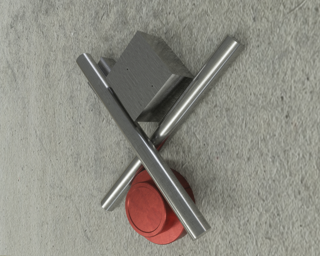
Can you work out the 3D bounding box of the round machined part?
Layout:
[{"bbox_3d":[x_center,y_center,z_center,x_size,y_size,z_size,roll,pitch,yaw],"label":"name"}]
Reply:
[{"bbox_3d":[-0.006,0.101,0.398,0.098,0.042,0.097,0,90,39],"label":"round machined part"}]

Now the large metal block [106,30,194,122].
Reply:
[{"bbox_3d":[-0.014,-0.064,0.401,0.080,0.050,0.080,-49,61,28],"label":"large metal block"}]

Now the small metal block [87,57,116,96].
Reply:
[{"bbox_3d":[-0.078,-0.071,0.470,0.050,0.025,0.050,50,119,28],"label":"small metal block"}]

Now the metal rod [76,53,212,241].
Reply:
[{"bbox_3d":[-0.034,0.006,0.399,0.025,0.025,0.300,-51,61,28],"label":"metal rod"}]

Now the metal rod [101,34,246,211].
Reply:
[{"bbox_3d":[0.002,0.010,0.405,0.025,0.025,0.298,52,120,27],"label":"metal rod"}]
